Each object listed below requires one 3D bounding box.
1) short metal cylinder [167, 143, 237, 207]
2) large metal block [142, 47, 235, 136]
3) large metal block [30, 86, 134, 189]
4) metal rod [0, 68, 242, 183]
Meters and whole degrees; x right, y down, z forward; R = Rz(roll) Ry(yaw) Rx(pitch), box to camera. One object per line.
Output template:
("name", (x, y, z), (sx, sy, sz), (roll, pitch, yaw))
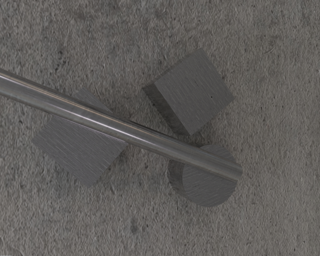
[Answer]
("short metal cylinder", (0.057, 0.061, 0.417), (0.081, 0.050, 0.080), (0, 90, -20))
("large metal block", (0.037, -0.046, 0.410), (0.080, 0.050, 0.080), (-39, 103, -16))
("large metal block", (-0.089, 0.010, 0.363), (0.080, 0.050, 0.080), (44, 76, -15))
("metal rod", (-0.036, 0.003, 0.342), (0.302, 0.025, 0.025), (22, 83, -19))
